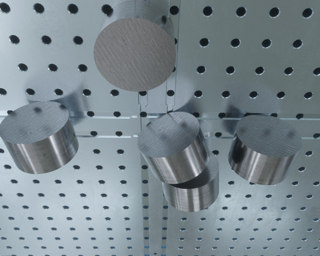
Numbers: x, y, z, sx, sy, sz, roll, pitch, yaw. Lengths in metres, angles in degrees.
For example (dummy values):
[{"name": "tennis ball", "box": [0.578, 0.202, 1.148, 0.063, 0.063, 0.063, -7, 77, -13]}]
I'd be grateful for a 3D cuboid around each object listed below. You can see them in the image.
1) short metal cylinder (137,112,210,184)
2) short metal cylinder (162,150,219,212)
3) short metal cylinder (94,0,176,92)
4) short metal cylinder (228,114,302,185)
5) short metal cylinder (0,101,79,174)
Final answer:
[{"name": "short metal cylinder", "box": [0.018, 0.024, 0.396, 0.080, 0.080, 0.050, -15, 129, 12]}, {"name": "short metal cylinder", "box": [0.042, 0.069, 0.435, 0.080, 0.080, 0.050, -6, 130, 4]}, {"name": "short metal cylinder", "box": [-0.024, -0.085, 0.323, 0.081, 0.050, 0.079, 0, 130, 0]}, {"name": "short metal cylinder", "box": [0.133, 0.026, 0.399, 0.081, 0.080, 0.050, 2, 130, -2]}, {"name": "short metal cylinder", "box": [-0.147, 0.010, 0.383, 0.080, 0.080, 0.050, -3, 130, 2]}]
